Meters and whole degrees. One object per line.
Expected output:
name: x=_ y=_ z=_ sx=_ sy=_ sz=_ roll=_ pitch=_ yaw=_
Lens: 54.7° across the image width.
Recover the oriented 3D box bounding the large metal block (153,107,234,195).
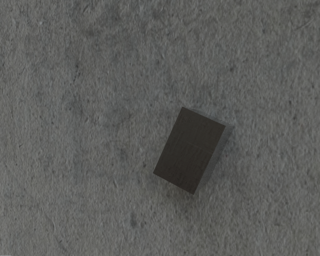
large metal block: x=0.043 y=0.024 z=0.364 sx=0.050 sy=0.080 sz=0.080 roll=26 pitch=99 yaw=18
